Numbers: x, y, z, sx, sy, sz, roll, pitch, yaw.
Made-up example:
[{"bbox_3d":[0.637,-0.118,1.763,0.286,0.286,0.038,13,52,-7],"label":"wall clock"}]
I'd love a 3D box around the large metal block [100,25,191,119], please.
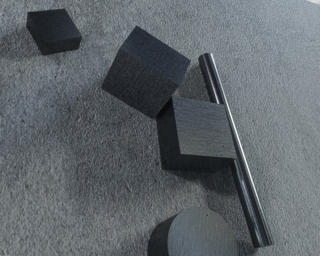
[{"bbox_3d":[-0.020,-0.069,0.400,0.080,0.080,0.050,31,52,-9],"label":"large metal block"}]

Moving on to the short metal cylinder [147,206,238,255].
[{"bbox_3d":[0.033,0.129,0.327,0.081,0.050,0.080,14,56,-21],"label":"short metal cylinder"}]

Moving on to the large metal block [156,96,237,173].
[{"bbox_3d":[0.045,0.010,0.406,0.081,0.050,0.080,7,59,-25],"label":"large metal block"}]

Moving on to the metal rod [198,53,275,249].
[{"bbox_3d":[0.102,0.015,0.449,0.025,0.025,0.299,3,60,-27],"label":"metal rod"}]

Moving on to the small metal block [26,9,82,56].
[{"bbox_3d":[-0.139,-0.127,0.406,0.050,0.025,0.050,-23,74,-36],"label":"small metal block"}]
